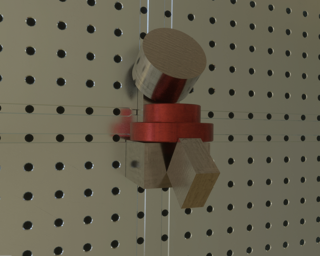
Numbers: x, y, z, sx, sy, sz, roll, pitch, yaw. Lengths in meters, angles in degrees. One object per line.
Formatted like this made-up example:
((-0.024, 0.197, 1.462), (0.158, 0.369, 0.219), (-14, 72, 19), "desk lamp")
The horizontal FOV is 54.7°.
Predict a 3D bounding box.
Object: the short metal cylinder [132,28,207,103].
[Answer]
((0.011, -0.077, 0.386), (0.081, 0.050, 0.080), (10, 57, -15), "short metal cylinder")

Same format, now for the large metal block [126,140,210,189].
((0.007, 0.041, 0.386), (0.081, 0.080, 0.050), (1, 90, -20), "large metal block")

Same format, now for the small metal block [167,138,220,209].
((0.032, 0.045, 0.315), (0.025, 0.050, 0.050), (1, 128, -21), "small metal block")

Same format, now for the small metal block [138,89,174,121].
((-0.002, -0.031, 0.412), (0.050, 0.025, 0.050), (1, 90, -21), "small metal block")

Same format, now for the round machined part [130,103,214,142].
((0.014, -0.006, 0.369), (0.099, 0.098, 0.042), (1, 90, -20), "round machined part")
